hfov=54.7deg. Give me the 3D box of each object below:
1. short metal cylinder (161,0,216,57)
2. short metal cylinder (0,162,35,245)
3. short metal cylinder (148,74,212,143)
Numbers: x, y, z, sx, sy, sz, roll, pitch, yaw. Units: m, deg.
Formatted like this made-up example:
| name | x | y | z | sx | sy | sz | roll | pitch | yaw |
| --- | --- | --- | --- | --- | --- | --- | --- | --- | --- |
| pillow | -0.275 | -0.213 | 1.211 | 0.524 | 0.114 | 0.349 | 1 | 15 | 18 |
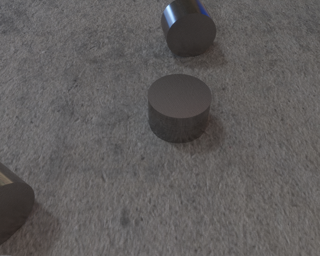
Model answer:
| name | x | y | z | sx | sy | sz | roll | pitch | yaw |
| --- | --- | --- | --- | --- | --- | --- | --- | --- | --- |
| short metal cylinder | 0.046 | -0.164 | 0.506 | 0.081 | 0.080 | 0.050 | -8 | 51 | -7 |
| short metal cylinder | -0.174 | 0.075 | 0.302 | 0.050 | 0.080 | 0.080 | 30 | 56 | 22 |
| short metal cylinder | 0.025 | -0.026 | 0.409 | 0.081 | 0.050 | 0.080 | 0 | 50 | 0 |
